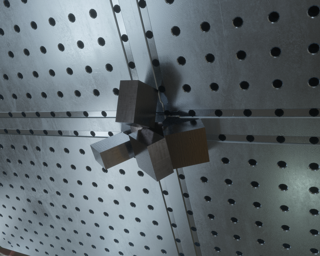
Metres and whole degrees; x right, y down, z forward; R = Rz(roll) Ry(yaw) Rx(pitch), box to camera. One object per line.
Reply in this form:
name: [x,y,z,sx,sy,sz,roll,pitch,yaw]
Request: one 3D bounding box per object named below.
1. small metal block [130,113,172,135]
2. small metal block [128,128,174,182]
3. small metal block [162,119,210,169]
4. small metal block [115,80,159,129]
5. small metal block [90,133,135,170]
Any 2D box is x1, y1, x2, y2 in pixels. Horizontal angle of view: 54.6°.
small metal block: [-0.009,0.008,0.422,0.050,0.025,0.050,3,120,27]
small metal block: [-0.011,0.032,0.390,0.050,0.025,0.050,26,137,55]
small metal block: [0.033,0.021,0.393,0.050,0.025,0.050,-12,116,-1]
small metal block: [-0.027,-0.028,0.379,0.025,0.050,0.050,3,84,27]
small metal block: [-0.064,0.031,0.435,0.050,0.050,0.025,19,129,61]
